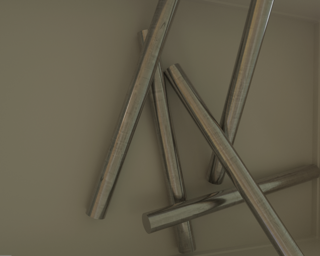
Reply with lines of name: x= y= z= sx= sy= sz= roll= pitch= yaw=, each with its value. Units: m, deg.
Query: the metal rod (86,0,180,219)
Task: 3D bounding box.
metal rod: x=-0.031 y=-0.034 z=0.381 sx=0.025 sy=0.025 sz=0.298 roll=19 pitch=90 yaw=-20

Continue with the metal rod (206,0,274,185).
metal rod: x=0.101 y=-0.060 z=0.383 sx=0.025 sy=0.025 sz=0.298 roll=0 pitch=116 yaw=-20

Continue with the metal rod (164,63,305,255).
metal rod: x=0.092 y=0.047 z=0.388 sx=0.025 sy=0.025 sz=0.299 roll=-28 pitch=79 yaw=-18

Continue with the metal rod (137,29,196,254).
metal rod: x=0.010 y=0.021 z=0.415 sx=0.025 sy=0.025 sz=0.298 roll=-12 pitch=94 yaw=-20

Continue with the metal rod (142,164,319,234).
metal rod: x=0.117 y=0.092 z=0.438 sx=0.303 sy=0.025 sz=0.025 roll=-9 pitch=94 yaw=-27
